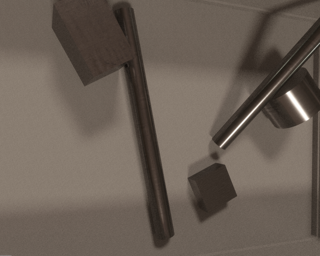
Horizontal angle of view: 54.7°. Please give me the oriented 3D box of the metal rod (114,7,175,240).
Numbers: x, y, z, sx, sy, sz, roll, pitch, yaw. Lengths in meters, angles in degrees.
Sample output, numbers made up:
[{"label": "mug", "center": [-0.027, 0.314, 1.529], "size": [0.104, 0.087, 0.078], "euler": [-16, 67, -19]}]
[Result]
[{"label": "metal rod", "center": [-0.019, -0.003, 0.404], "size": [0.025, 0.025, 0.298], "euler": [-12, 94, -20]}]

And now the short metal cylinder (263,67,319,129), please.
[{"label": "short metal cylinder", "center": [0.189, -0.044, 0.453], "size": [0.080, 0.080, 0.050], "euler": [-43, 104, -15]}]

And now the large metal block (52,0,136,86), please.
[{"label": "large metal block", "center": [-0.078, -0.099, 0.353], "size": [0.050, 0.080, 0.080], "euler": [-31, 101, -18]}]

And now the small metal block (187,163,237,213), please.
[{"label": "small metal block", "center": [0.074, 0.084, 0.440], "size": [0.050, 0.025, 0.050], "euler": [-25, 99, -19]}]

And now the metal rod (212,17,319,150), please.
[{"label": "metal rod", "center": [0.176, -0.089, 0.408], "size": [0.025, 0.025, 0.299], "euler": [35, 105, -17]}]
